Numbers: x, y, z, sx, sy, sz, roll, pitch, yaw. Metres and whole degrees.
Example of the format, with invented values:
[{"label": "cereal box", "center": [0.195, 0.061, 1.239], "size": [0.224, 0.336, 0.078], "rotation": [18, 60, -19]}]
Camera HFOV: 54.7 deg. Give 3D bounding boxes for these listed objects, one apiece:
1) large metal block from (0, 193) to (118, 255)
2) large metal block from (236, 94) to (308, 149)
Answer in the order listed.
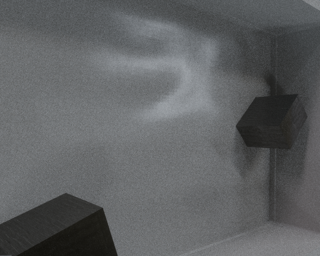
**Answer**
[{"label": "large metal block", "center": [-0.100, 0.107, 0.287], "size": [0.081, 0.080, 0.050], "rotation": [-23, 105, -38]}, {"label": "large metal block", "center": [0.192, -0.011, 0.531], "size": [0.080, 0.080, 0.050], "rotation": [-49, 119, -29]}]
